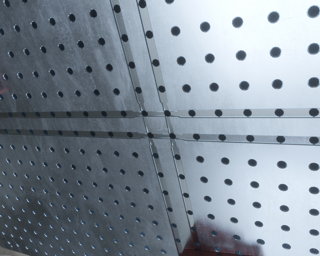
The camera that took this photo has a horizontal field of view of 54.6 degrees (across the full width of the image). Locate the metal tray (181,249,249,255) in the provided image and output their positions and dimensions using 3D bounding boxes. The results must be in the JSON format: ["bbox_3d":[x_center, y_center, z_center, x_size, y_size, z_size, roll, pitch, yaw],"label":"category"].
[{"bbox_3d":[0.102,0.248,0.507,0.130,0.030,0.090,-8,115,31],"label":"metal tray"}]
